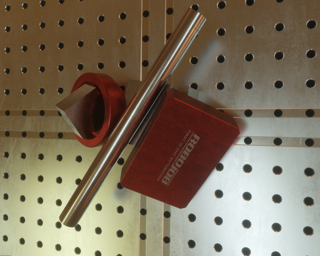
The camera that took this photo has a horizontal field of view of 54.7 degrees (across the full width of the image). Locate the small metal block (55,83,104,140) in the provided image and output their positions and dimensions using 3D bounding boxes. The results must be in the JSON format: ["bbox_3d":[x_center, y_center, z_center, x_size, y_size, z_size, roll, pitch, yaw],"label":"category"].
[{"bbox_3d":[-0.098,-0.022,0.403,0.050,0.050,0.025,-42,43,-21],"label":"small metal block"}]

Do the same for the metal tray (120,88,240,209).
[{"bbox_3d":[0.020,0.029,0.366,0.090,0.030,0.129,24,115,-14],"label":"metal tray"}]

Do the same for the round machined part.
[{"bbox_3d":[-0.079,-0.024,0.416,0.098,0.042,0.097,4,95,44],"label":"round machined part"}]

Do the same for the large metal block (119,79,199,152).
[{"bbox_3d":[-0.001,-0.015,0.398,0.080,0.050,0.079,10,93,19],"label":"large metal block"}]

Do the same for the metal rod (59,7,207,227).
[{"bbox_3d":[-0.039,-0.004,0.372,0.025,0.025,0.299,36,101,16],"label":"metal rod"}]
